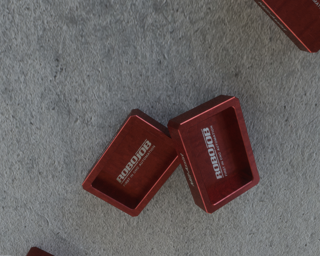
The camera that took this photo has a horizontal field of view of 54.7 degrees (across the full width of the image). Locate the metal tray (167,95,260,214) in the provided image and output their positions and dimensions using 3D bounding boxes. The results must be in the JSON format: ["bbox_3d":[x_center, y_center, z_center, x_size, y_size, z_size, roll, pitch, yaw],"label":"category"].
[{"bbox_3d":[0.072,0.033,0.400,0.091,0.030,0.129,-27,110,-18],"label":"metal tray"}]

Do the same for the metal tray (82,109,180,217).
[{"bbox_3d":[-0.034,0.050,0.424,0.090,0.030,0.129,33,107,-12],"label":"metal tray"}]

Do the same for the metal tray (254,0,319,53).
[{"bbox_3d":[0.161,-0.161,0.349,0.130,0.030,0.090,40,105,-14],"label":"metal tray"}]

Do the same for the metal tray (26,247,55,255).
[{"bbox_3d":[-0.200,0.263,0.502,0.090,0.030,0.129,32,107,-12],"label":"metal tray"}]
